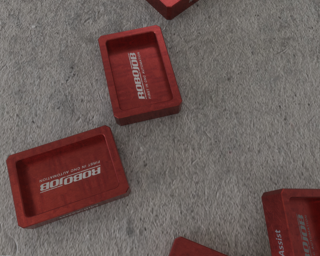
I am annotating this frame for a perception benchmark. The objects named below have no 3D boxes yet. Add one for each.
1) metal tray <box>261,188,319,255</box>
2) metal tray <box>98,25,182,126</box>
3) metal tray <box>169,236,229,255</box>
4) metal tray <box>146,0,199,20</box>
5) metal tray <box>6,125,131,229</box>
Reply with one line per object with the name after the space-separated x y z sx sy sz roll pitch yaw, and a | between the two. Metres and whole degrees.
0.165 0.133 0.337 0.091 0.030 0.130 6 68 -27 | metal tray
-0.029 -0.075 0.432 0.091 0.030 0.130 -13 71 -5 | metal tray
0.063 0.186 0.338 0.131 0.030 0.090 20 71 7 | metal tray
0.033 -0.242 0.494 0.130 0.030 0.090 -39 75 -13 | metal tray
-0.111 0.059 0.382 0.131 0.030 0.090 -18 71 -7 | metal tray
